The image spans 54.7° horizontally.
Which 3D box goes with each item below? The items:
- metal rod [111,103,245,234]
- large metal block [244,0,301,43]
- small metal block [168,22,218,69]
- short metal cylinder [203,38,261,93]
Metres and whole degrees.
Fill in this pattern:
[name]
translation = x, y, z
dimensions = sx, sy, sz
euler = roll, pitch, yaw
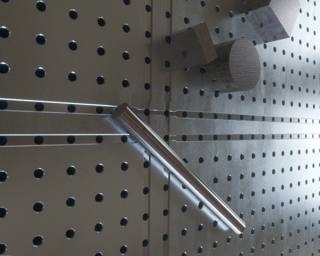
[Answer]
[metal rod]
translation = 0.042, 0.073, 0.443
dimensions = 0.300, 0.025, 0.025
euler = 46, 63, -30
[large metal block]
translation = 0.207, -0.217, 0.565
dimensions = 0.080, 0.050, 0.080
euler = 38, 67, -33
[small metal block]
translation = 0.046, -0.113, 0.431
dimensions = 0.025, 0.050, 0.050
euler = -38, 114, -33
[short metal cylinder]
translation = 0.114, -0.096, 0.487
dimensions = 0.081, 0.050, 0.080
euler = 0, 90, -40
